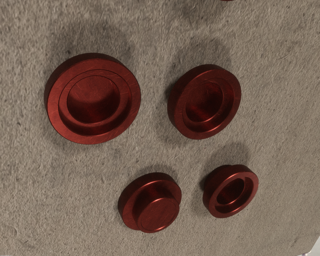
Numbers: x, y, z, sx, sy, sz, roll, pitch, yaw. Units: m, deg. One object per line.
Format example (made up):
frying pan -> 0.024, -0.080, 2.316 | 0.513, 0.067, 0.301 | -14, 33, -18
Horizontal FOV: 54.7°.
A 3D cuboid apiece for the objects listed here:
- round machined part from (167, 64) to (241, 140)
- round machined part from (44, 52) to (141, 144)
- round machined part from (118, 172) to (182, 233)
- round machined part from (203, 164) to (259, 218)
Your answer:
round machined part -> 0.053, -0.037, 0.404 | 0.099, 0.042, 0.097 | -14, 125, -21
round machined part -> -0.074, -0.034, 0.335 | 0.099, 0.042, 0.097 | -14, 125, -21
round machined part -> -0.010, 0.118, 0.466 | 0.099, 0.042, 0.097 | -14, 125, -21
round machined part -> 0.114, 0.101, 0.523 | 0.099, 0.042, 0.097 | -14, 125, -21
